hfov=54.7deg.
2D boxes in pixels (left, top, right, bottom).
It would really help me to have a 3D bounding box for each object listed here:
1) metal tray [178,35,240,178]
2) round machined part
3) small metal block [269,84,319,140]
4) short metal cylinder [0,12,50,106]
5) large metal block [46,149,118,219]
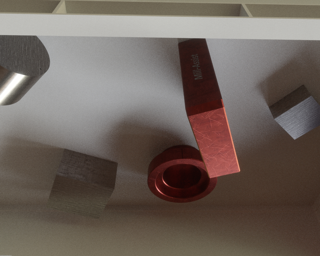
[{"bbox_3d":[0.048,-0.026,0.319,0.030,0.130,0.090,-15,129,12],"label":"metal tray"},{"bbox_3d":[0.031,0.063,0.452,0.099,0.042,0.097,-1,130,0],"label":"round machined part"},{"bbox_3d":[0.178,-0.019,0.396,0.050,0.025,0.050,-38,121,27],"label":"small metal block"},{"bbox_3d":[-0.161,-0.070,0.311,0.050,0.080,0.080,-36,122,26],"label":"short metal cylinder"},{"bbox_3d":[-0.116,0.085,0.464,0.081,0.050,0.079,18,128,-15],"label":"large metal block"}]
